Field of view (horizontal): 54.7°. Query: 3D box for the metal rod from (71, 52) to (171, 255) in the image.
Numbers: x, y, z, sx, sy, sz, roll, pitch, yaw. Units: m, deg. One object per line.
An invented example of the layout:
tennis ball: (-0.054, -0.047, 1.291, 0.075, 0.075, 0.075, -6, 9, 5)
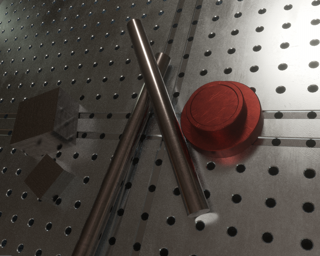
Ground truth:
metal rod: (-0.044, 0.024, 0.414, 0.025, 0.025, 0.300, 7, 65, 31)

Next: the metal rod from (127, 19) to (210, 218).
metal rod: (0.001, -0.033, 0.403, 0.025, 0.025, 0.299, -25, 60, 12)

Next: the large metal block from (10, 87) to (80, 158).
large metal block: (-0.179, -0.008, 0.488, 0.080, 0.050, 0.080, -17, 55, 18)

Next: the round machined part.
round machined part: (0.070, -0.017, 0.371, 0.098, 0.042, 0.098, -13, 56, 20)

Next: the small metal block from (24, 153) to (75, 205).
small metal block: (-0.159, 0.073, 0.445, 0.050, 0.025, 0.050, 30, 78, 37)
